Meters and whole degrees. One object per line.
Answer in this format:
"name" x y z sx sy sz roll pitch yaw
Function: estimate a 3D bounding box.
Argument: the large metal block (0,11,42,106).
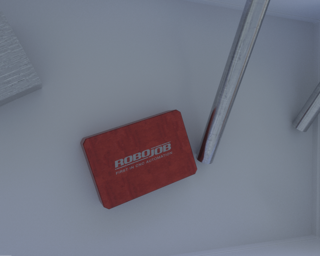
"large metal block" -0.184 -0.065 0.329 0.080 0.050 0.080 -29 100 -18

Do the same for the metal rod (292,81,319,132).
"metal rod" 0.275 -0.122 0.427 0.025 0.025 0.298 11 121 -20

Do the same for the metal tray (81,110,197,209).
"metal tray" -0.025 0.037 0.400 0.131 0.030 0.089 -19 97 -19

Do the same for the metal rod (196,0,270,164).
"metal rod" 0.096 -0.087 0.374 0.025 0.025 0.298 4 117 -20
